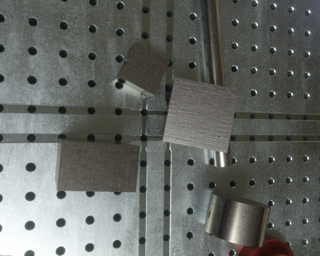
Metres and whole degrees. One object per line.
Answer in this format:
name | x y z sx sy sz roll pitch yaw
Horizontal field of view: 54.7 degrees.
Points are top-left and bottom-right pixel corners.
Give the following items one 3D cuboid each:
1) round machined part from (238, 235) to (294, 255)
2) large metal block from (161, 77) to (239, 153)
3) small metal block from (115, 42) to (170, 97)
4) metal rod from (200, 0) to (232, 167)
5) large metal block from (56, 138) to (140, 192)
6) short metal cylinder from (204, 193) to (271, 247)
round machined part | 0.166 0.217 0.465 0.099 0.042 0.097 0 90 -20
large metal block | 0.049 -0.016 0.403 0.080 0.050 0.080 11 90 -2
small metal block | -0.023 -0.075 0.404 0.050 0.025 0.050 27 81 -18
metal rod | 0.077 -0.095 0.440 0.025 0.025 0.298 -6 92 -20
large metal block | -0.075 0.040 0.356 0.081 0.080 0.050 6 88 -20
short metal cylinder | 0.105 0.122 0.422 0.081 0.080 0.050 14 85 -20
